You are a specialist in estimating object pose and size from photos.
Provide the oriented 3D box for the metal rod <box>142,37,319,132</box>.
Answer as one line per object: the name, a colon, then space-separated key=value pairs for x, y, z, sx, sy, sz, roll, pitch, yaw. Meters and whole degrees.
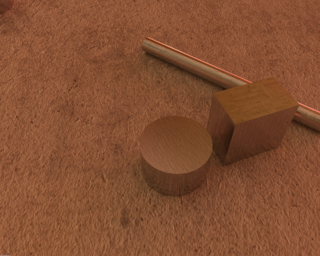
metal rod: x=0.099 y=-0.072 z=0.465 sx=0.300 sy=0.025 sz=0.025 roll=29 pitch=56 yaw=22

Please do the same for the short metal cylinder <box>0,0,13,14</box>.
short metal cylinder: x=-0.336 y=-0.260 z=0.601 sx=0.081 sy=0.050 sz=0.080 roll=0 pitch=50 yaw=0

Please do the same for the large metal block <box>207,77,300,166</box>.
large metal block: x=0.106 y=-0.007 z=0.375 sx=0.081 sy=0.080 sz=0.050 roll=-16 pitch=52 yaw=-14

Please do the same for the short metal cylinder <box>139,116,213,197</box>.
short metal cylinder: x=0.018 y=0.032 z=0.360 sx=0.081 sy=0.050 sz=0.080 roll=0 pitch=50 yaw=0
